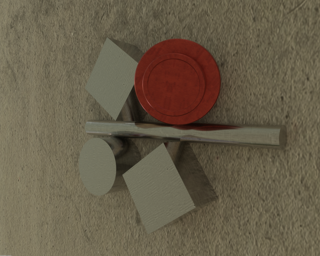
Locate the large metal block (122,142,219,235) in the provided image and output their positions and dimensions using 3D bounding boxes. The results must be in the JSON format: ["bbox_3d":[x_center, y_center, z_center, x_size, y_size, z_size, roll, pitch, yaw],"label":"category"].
[{"bbox_3d":[0.011,0.071,0.379,0.080,0.050,0.080,-40,66,32],"label":"large metal block"}]

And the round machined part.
[{"bbox_3d":[0.018,-0.050,0.348,0.098,0.042,0.097,3,105,11],"label":"round machined part"}]

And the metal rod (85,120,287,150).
[{"bbox_3d":[0.006,0.004,0.401,0.300,0.025,0.025,3,92,39],"label":"metal rod"}]

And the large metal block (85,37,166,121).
[{"bbox_3d":[-0.048,-0.065,0.424,0.080,0.050,0.080,44,116,31],"label":"large metal block"}]

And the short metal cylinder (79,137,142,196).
[{"bbox_3d":[-0.072,0.053,0.447,0.080,0.050,0.079,0,90,39],"label":"short metal cylinder"}]
